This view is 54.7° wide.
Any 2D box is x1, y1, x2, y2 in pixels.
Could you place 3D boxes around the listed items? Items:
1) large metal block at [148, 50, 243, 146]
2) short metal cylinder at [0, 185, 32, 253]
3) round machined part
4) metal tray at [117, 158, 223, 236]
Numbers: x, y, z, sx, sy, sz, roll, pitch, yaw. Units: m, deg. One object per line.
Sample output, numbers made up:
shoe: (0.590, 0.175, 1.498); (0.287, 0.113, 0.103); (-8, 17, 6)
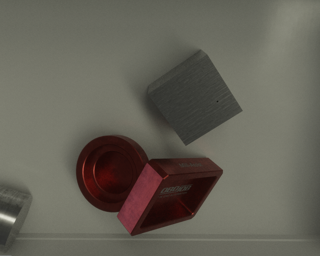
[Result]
large metal block: (0.042, -0.038, 0.385); (0.080, 0.050, 0.080); (-33, 107, 11)
short metal cylinder: (-0.218, 0.123, 0.424); (0.050, 0.080, 0.079); (22, 109, -8)
round machined part: (-0.057, 0.057, 0.409); (0.098, 0.042, 0.097); (1, 92, 19)
metal tray: (0.018, 0.083, 0.395); (0.131, 0.030, 0.089); (6, 119, -50)
